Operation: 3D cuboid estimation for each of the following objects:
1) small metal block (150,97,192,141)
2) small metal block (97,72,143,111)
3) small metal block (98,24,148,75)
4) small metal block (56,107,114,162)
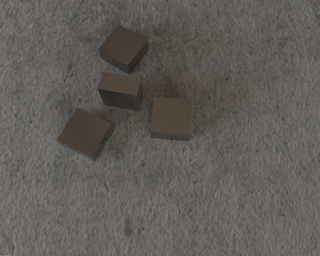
[{"bbox_3d":[0.015,-0.012,0.413,0.050,0.025,0.050,5,70,1],"label":"small metal block"},{"bbox_3d":[-0.051,-0.047,0.412,0.050,0.050,0.025,10,71,3],"label":"small metal block"},{"bbox_3d":[-0.052,-0.114,0.449,0.050,0.025,0.050,32,73,10],"label":"small metal block"},{"bbox_3d":[-0.096,0.009,0.404,0.050,0.025,0.050,25,72,8],"label":"small metal block"}]
